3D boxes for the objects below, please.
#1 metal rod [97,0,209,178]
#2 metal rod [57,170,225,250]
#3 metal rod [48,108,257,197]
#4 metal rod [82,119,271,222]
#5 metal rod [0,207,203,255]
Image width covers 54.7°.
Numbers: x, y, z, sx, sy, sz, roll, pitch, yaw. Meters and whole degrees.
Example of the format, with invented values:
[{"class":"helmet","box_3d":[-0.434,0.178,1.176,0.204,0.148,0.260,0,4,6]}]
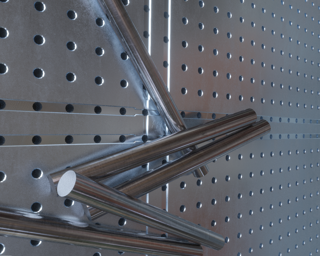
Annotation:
[{"class":"metal rod","box_3d":[-0.006,-0.054,0.405,0.025,0.025,0.299,-44,117,-31]},{"class":"metal rod","box_3d":[0.003,0.115,0.386,0.301,0.025,0.025,36,67,-43]},{"class":"metal rod","box_3d":[0.014,0.021,0.395,0.303,0.025,0.025,-17,102,-31]},{"class":"metal rod","box_3d":[0.042,0.045,0.417,0.302,0.025,0.025,-21,104,-29]},{"class":"metal rod","box_3d":[-0.054,0.131,0.365,0.301,0.025,0.025,26,74,-37]}]
